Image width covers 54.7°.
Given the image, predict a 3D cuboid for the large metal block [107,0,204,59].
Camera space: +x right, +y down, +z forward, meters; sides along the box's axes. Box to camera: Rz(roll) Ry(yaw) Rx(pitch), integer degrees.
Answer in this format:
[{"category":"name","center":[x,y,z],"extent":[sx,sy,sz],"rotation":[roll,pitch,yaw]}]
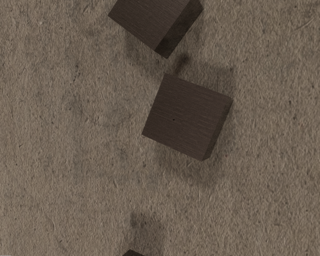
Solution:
[{"category":"large metal block","center":[-0.005,-0.148,0.397],"extent":[0.080,0.050,0.080],"rotation":[40,102,15]}]

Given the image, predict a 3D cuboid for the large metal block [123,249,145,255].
[{"category":"large metal block","center":[-0.043,0.216,0.394],"extent":[0.050,0.080,0.079],"rotation":[16,96,19]}]

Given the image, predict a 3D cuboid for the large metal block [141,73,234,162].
[{"category":"large metal block","center":[0.035,-0.014,0.383],"extent":[0.080,0.050,0.080],"rotation":[24,98,18]}]
